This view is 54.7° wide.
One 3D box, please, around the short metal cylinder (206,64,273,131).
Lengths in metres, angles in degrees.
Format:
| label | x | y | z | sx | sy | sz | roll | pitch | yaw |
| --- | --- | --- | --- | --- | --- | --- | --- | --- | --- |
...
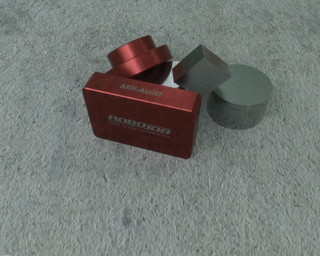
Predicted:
| label | x | y | z | sx | sy | sz | roll | pitch | yaw |
| --- | --- | --- | --- | --- | --- | --- | --- | --- | --- |
| short metal cylinder | 0.107 | -0.043 | 0.426 | 0.081 | 0.050 | 0.080 | 0 | 50 | 0 |

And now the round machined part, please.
| label | x | y | z | sx | sy | sz | roll | pitch | yaw |
| --- | --- | --- | --- | --- | --- | --- | --- | --- | --- |
| round machined part | -0.035 | -0.097 | 0.438 | 0.099 | 0.098 | 0.042 | -30 | 100 | -23 |

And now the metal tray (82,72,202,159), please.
| label | x | y | z | sx | sy | sz | roll | pitch | yaw |
| --- | --- | --- | --- | --- | --- | --- | --- | --- | --- |
| metal tray | -0.021 | -0.013 | 0.373 | 0.131 | 0.090 | 0.030 | 13 | 52 | 10 |

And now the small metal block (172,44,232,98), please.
| label | x | y | z | sx | sy | sz | roll | pitch | yaw |
| --- | --- | --- | --- | --- | --- | --- | --- | --- | --- |
| small metal block | 0.052 | -0.069 | 0.388 | 0.050 | 0.050 | 0.025 | 26 | 43 | -34 |

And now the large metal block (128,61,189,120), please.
| label | x | y | z | sx | sy | sz | roll | pitch | yaw |
| --- | --- | --- | --- | --- | --- | --- | --- | --- | --- |
| large metal block | -0.003 | -0.047 | 0.430 | 0.081 | 0.050 | 0.080 | -1 | 50 | -1 |
